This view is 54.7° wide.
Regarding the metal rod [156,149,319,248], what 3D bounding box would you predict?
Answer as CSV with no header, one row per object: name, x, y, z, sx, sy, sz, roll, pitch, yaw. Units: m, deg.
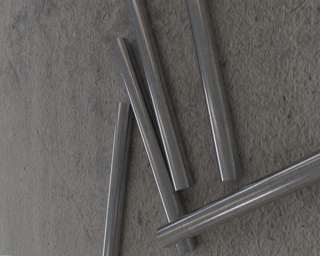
metal rod,0.112,0.054,0.295,0.299,0.025,0.025,-35,68,28

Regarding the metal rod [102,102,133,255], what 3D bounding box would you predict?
metal rod,-0.066,0.112,0.459,0.025,0.025,0.298,10,97,39

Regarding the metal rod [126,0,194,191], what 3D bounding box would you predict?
metal rod,-0.006,-0.067,0.410,0.025,0.025,0.299,-24,75,37

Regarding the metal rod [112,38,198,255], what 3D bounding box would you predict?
metal rod,-0.012,0.013,0.414,0.025,0.025,0.299,-30,72,36

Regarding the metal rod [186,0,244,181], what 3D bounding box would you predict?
metal rod,0.054,-0.090,0.360,0.025,0.025,0.298,-16,80,39
